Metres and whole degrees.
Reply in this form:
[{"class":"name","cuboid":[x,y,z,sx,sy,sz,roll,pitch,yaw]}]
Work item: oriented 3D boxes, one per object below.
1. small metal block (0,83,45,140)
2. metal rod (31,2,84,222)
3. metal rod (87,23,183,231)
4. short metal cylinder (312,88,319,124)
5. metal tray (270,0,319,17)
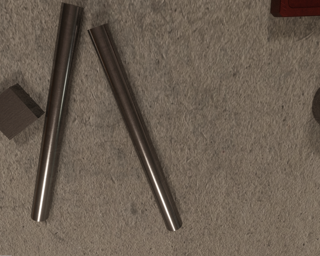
[{"class":"small metal block","cuboid":[-0.189,-0.021,0.399,0.050,0.025,0.050,-35,107,11]},{"class":"metal rod","cuboid":[-0.138,-0.006,0.405,0.025,0.025,0.298,14,109,-6]},{"class":"metal rod","cuboid":[-0.026,0.013,0.414,0.025,0.025,0.298,-18,109,6]},{"class":"short metal cylinder","cuboid":[0.244,-0.025,0.391,0.081,0.050,0.079,0,110,-1]},{"class":"metal tray","cuboid":[0.197,-0.174,0.345,0.131,0.030,0.089,-2,110,0]}]
